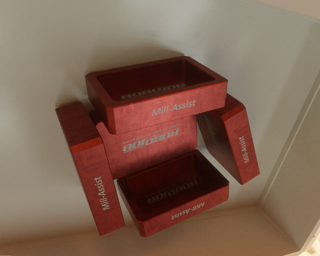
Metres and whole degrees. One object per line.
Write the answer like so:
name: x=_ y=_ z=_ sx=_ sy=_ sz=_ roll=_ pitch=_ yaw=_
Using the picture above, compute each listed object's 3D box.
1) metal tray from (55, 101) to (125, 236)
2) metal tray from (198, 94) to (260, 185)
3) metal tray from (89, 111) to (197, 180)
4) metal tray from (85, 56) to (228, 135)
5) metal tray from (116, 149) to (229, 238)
metal tray: x=-0.078 y=0.046 z=0.351 sx=0.030 sy=0.090 sz=0.129 roll=-20 pitch=126 yaw=-17
metal tray: x=0.085 y=0.006 z=0.417 sx=0.030 sy=0.090 sz=0.130 roll=-31 pitch=129 yaw=-8
metal tray: x=-0.017 y=0.005 z=0.398 sx=0.131 sy=0.030 sz=0.089 roll=-18 pitch=126 yaw=-18
metal tray: x=-0.005 y=-0.041 z=0.337 sx=0.131 sy=0.090 sz=0.030 roll=-15 pitch=125 yaw=-21
metal tray: x=0.017 y=0.084 z=0.427 sx=0.131 sy=0.090 sz=0.030 roll=-19 pitch=126 yaw=-18
